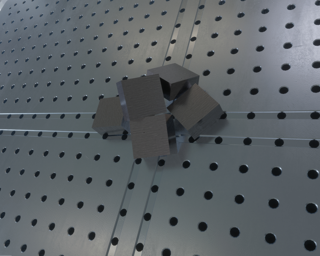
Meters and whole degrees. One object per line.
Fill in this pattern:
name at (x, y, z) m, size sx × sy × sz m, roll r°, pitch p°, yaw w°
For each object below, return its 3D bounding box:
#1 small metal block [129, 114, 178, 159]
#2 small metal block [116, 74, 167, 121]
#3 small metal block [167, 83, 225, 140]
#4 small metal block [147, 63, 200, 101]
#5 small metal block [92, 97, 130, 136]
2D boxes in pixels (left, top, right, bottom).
small metal block at (-0.008, 0.011, 0.394) m, size 0.050 × 0.025 × 0.050 m, roll -9°, pitch 85°, yaw 24°
small metal block at (-0.024, -0.039, 0.396) m, size 0.050 × 0.050 × 0.025 m, roll -14°, pitch 6°, yaw -21°
small metal block at (0.045, -0.022, 0.399) m, size 0.050 × 0.025 × 0.050 m, roll -40°, pitch 51°, yaw 0°
small metal block at (0.017, -0.064, 0.423) m, size 0.050 × 0.025 × 0.050 m, roll -21°, pitch 41°, yaw -34°
small metal block at (-0.067, -0.018, 0.455) m, size 0.050 × 0.025 × 0.050 m, roll -4°, pitch 60°, yaw 26°
